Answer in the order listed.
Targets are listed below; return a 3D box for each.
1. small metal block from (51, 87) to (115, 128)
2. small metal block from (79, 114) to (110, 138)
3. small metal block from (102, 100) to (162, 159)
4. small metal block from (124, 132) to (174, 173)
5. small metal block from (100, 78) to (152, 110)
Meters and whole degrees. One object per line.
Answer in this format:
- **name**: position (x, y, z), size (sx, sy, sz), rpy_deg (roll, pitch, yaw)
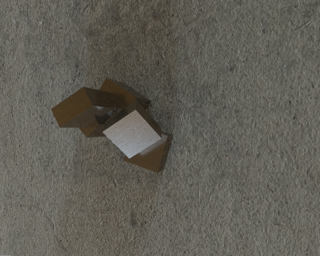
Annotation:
- **small metal block**: position (-0.092, -0.023, 0.375), size (0.050, 0.050, 0.025), rpy_deg (-31, 80, 17)
- **small metal block**: position (-0.095, -0.014, 0.429), size (0.025, 0.050, 0.050), rpy_deg (-47, 76, 14)
- **small metal block**: position (-0.033, 0.002, 0.381), size (0.050, 0.025, 0.050), rpy_deg (-33, 117, 17)
- **small metal block**: position (-0.015, 0.027, 0.415), size (0.050, 0.025, 0.050), rpy_deg (17, 96, 18)
- **small metal block**: position (-0.046, -0.040, 0.412), size (0.050, 0.050, 0.025), rpy_deg (34, 101, 16)
